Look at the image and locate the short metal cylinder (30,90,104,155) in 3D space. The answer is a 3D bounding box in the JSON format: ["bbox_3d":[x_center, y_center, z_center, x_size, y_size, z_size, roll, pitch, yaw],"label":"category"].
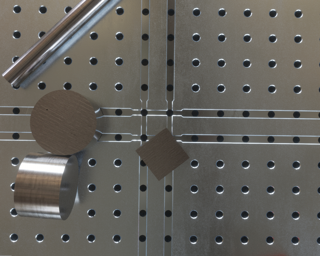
[{"bbox_3d":[-0.117,-0.007,0.400,0.081,0.050,0.079,0,90,0],"label":"short metal cylinder"}]

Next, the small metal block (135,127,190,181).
[{"bbox_3d":[0.003,0.034,0.413,0.050,0.025,0.050,-37,90,0],"label":"small metal block"}]

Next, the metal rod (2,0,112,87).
[{"bbox_3d":[-0.089,-0.165,0.412,0.300,0.025,0.025,-43,90,0],"label":"metal rod"}]

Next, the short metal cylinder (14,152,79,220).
[{"bbox_3d":[-0.137,0.071,0.385,0.050,0.080,0.080,5,90,0],"label":"short metal cylinder"}]
